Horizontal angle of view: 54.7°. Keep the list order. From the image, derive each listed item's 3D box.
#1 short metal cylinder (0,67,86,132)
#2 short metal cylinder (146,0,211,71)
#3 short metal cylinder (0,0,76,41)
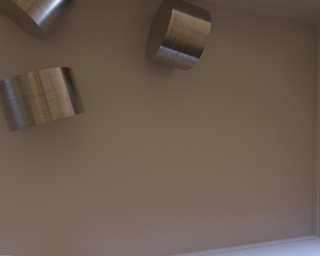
[{"bbox_3d":[-0.127,-0.030,0.334,0.081,0.080,0.050,-17,96,-20],"label":"short metal cylinder"},{"bbox_3d":[0.021,-0.118,0.390,0.050,0.080,0.080,14,85,-20],"label":"short metal cylinder"},{"bbox_3d":[-0.139,-0.141,0.330,0.080,0.080,0.050,39,78,-16],"label":"short metal cylinder"}]
